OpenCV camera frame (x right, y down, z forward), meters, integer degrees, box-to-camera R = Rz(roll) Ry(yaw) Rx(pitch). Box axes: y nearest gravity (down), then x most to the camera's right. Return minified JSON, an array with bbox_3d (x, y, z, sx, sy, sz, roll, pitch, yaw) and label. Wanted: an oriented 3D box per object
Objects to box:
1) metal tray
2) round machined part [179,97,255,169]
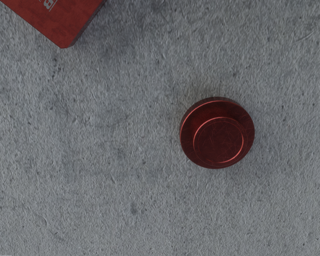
[{"bbox_3d":[-0.103,-0.167,0.344,0.090,0.030,0.130,39,105,-14],"label":"metal tray"},{"bbox_3d":[0.076,0.011,0.406,0.099,0.042,0.097,0,110,-1],"label":"round machined part"}]
